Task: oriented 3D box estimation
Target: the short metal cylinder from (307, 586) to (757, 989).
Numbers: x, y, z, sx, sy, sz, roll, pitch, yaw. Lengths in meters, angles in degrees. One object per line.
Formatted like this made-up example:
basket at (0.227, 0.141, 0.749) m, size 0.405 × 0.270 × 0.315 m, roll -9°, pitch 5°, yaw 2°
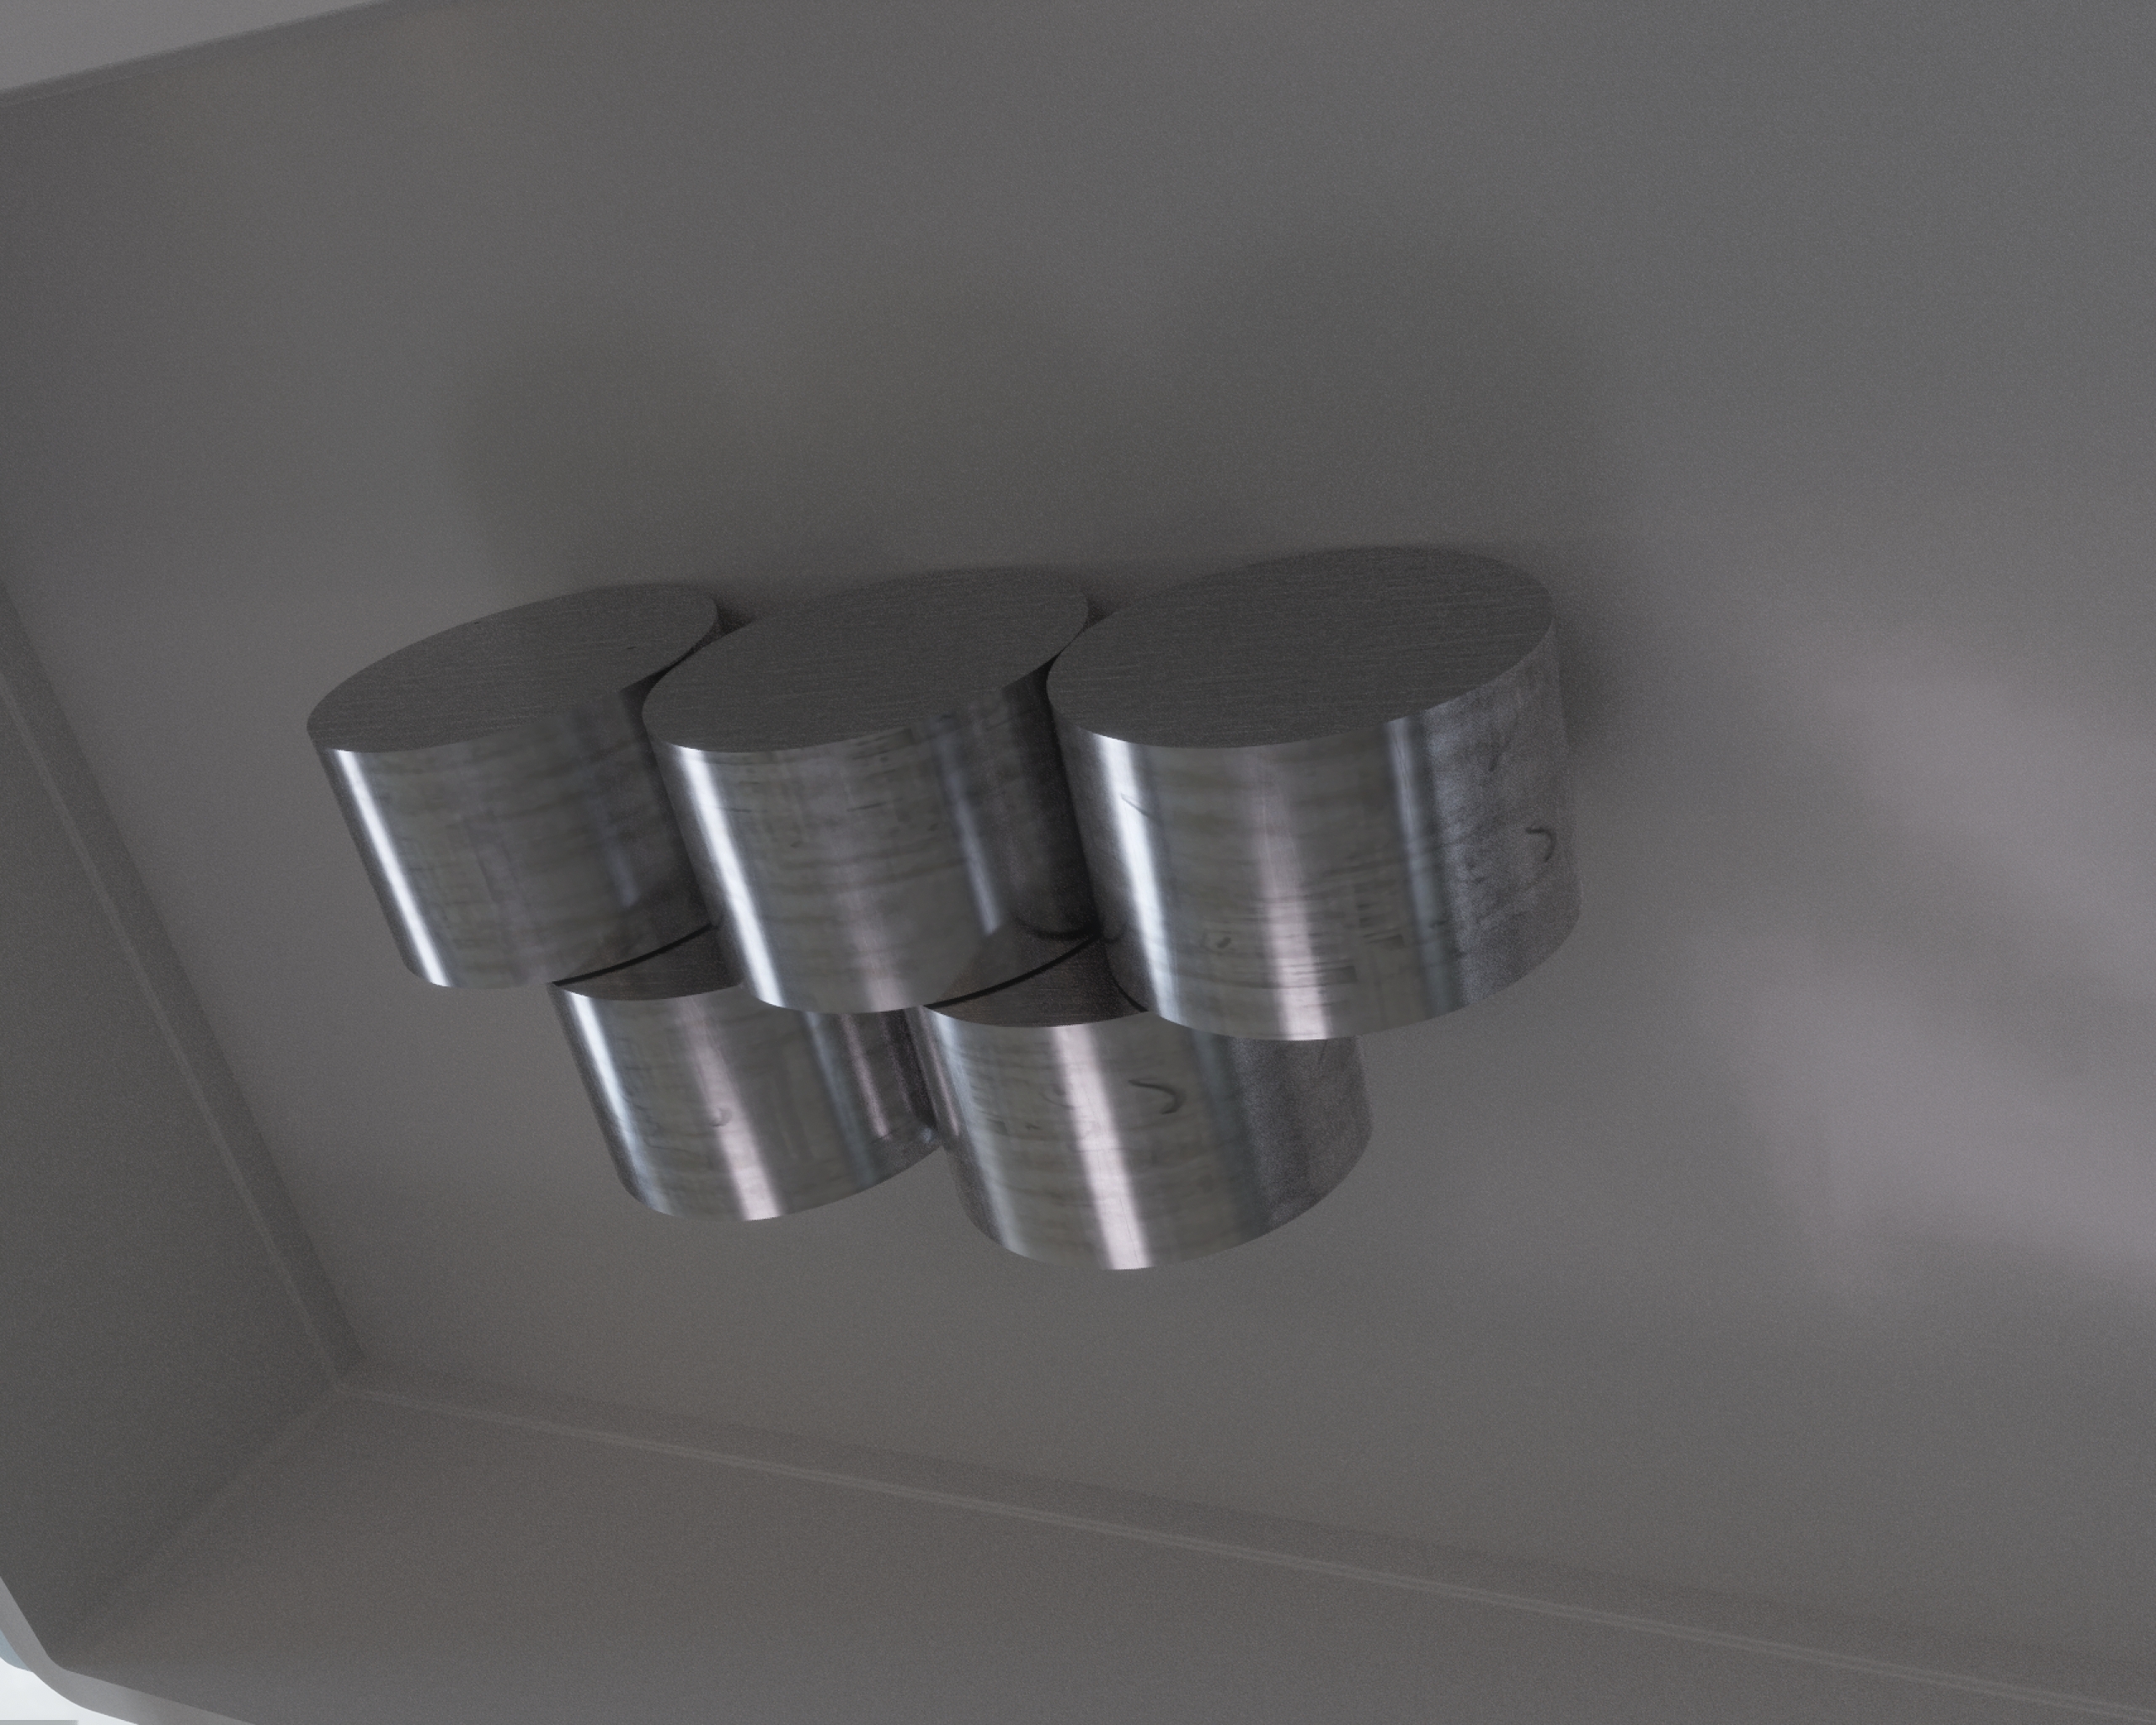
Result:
short metal cylinder at (-0.104, -0.017, 0.415) m, size 0.080 × 0.080 × 0.050 m, roll 1°, pitch 119°, yaw 28°

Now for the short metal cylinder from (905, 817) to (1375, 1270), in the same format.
short metal cylinder at (0.011, 0.030, 0.384) m, size 0.080 × 0.080 × 0.050 m, roll 1°, pitch 119°, yaw 28°

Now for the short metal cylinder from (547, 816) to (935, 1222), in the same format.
short metal cylinder at (-0.062, 0.028, 0.421) m, size 0.080 × 0.080 × 0.050 m, roll 1°, pitch 119°, yaw 28°

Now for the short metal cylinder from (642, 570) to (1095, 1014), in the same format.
short metal cylinder at (-0.032, -0.015, 0.379) m, size 0.080 × 0.080 × 0.050 m, roll 1°, pitch 119°, yaw 28°

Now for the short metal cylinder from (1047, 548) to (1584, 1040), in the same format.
short metal cylinder at (0.039, -0.014, 0.342) m, size 0.080 × 0.080 × 0.050 m, roll 2°, pitch 119°, yaw 27°
